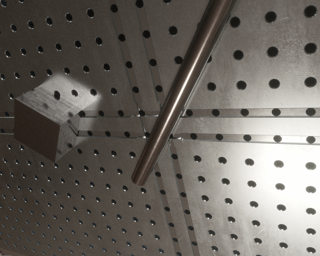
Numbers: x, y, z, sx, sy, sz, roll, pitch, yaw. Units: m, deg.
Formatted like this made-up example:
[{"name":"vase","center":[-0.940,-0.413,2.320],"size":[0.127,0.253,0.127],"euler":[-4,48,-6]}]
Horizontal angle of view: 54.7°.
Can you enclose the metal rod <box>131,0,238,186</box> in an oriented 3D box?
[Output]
[{"name":"metal rod","center":[0.017,-0.028,0.383],"size":[0.025,0.025,0.298],"euler":[31,128,8]}]

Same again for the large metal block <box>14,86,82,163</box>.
[{"name":"large metal block","center":[-0.175,-0.006,0.481],"size":[0.080,0.050,0.079],"euler":[29,128,9]}]
